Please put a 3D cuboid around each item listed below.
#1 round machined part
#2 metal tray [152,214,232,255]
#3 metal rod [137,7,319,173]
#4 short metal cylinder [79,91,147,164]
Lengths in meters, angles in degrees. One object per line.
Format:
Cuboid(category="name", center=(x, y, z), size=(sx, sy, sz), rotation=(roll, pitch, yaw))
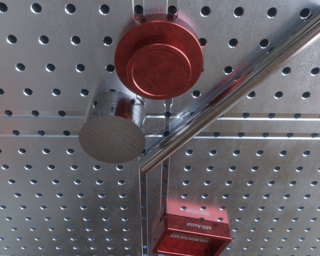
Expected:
Cuboid(category="round machined part", center=(-0.001, -0.070, 0.341), size=(0.099, 0.042, 0.097), rotation=(-1, 130, 0))
Cuboid(category="metal tray", center=(0.058, 0.211, 0.588), size=(0.131, 0.030, 0.089), rotation=(13, 129, -12))
Cuboid(category="metal rod", center=(0.075, -0.030, 0.387), size=(0.025, 0.025, 0.299), rotation=(34, 122, -26))
Cuboid(category="short metal cylinder", center=(-0.058, 0.000, 0.394), size=(0.081, 0.050, 0.079), rotation=(0, 130, 0))
